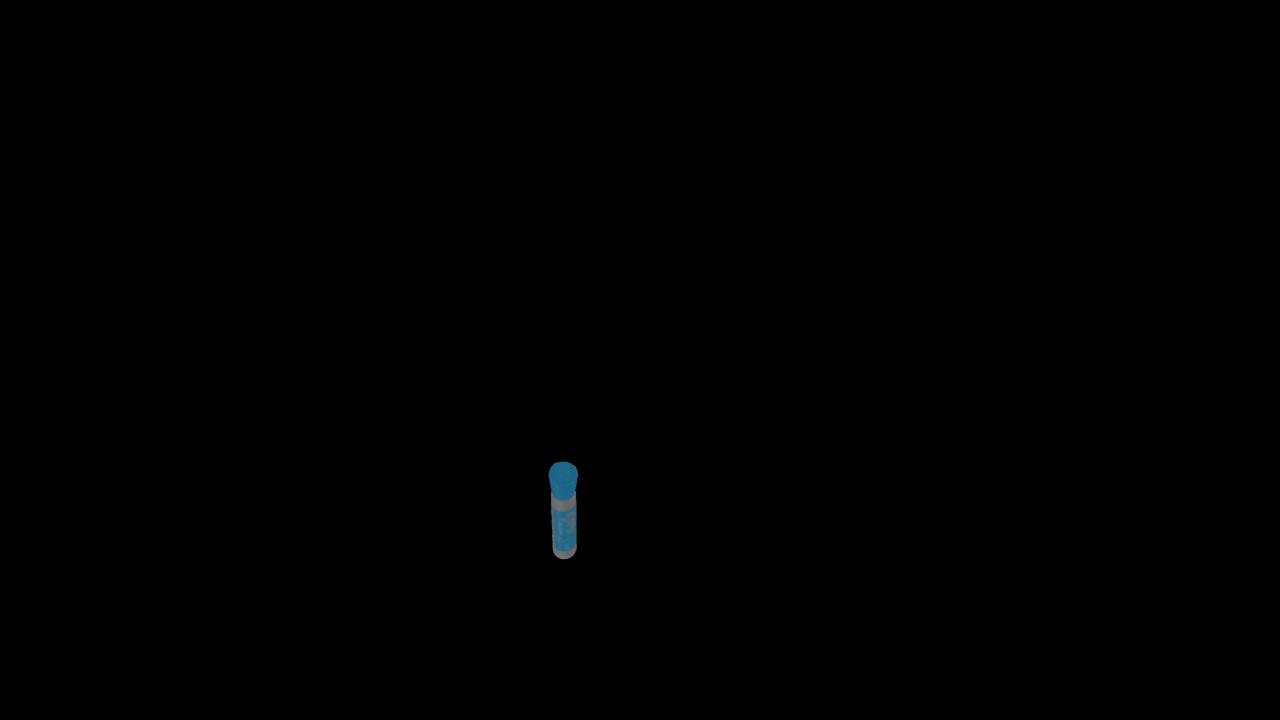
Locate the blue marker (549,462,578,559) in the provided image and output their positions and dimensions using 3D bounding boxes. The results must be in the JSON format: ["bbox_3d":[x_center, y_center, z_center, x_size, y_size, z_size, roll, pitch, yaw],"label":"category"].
[{"bbox_3d":[-0.054,0.108,0.436,0.020,0.020,0.121,0,-41,-6],"label":"blue marker"}]
